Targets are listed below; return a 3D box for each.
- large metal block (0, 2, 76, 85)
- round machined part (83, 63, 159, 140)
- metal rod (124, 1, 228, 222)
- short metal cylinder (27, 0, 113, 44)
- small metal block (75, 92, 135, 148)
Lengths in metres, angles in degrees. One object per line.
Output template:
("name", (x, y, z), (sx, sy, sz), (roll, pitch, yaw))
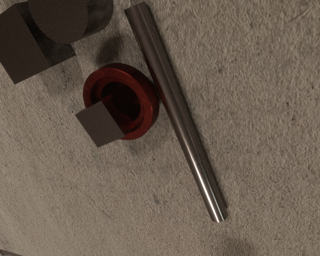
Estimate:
("large metal block", (-0.173, -0.113, 0.410), (0.080, 0.050, 0.080), (-14, 112, 33))
("round machined part", (-0.045, -0.037, 0.395), (0.098, 0.042, 0.097), (13, 124, 20))
("metal rod", (0.028, -0.004, 0.388), (0.025, 0.025, 0.299), (-10, 114, 32))
("short metal cylinder", (-0.101, -0.143, 0.354), (0.080, 0.050, 0.079), (13, 124, 20))
("small metal block", (-0.068, -0.009, 0.381), (0.050, 0.025, 0.050), (-22, 107, 36))
